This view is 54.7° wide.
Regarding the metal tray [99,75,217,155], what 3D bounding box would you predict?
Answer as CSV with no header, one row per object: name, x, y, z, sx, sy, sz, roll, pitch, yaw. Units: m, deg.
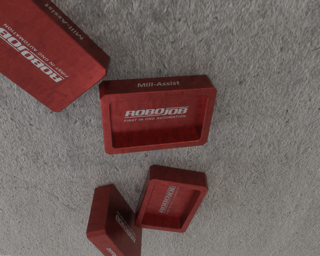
metal tray,-0.004,-0.015,0.375,0.131,0.030,0.089,-5,131,-10

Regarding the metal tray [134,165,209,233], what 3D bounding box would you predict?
metal tray,0.015,0.119,0.505,0.091,0.030,0.129,10,130,-9

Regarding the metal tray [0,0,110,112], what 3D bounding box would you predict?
metal tray,-0.131,-0.085,0.330,0.090,0.030,0.130,-33,123,24

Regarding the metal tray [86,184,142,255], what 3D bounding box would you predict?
metal tray,-0.069,0.165,0.504,0.030,0.090,0.130,-16,129,13
